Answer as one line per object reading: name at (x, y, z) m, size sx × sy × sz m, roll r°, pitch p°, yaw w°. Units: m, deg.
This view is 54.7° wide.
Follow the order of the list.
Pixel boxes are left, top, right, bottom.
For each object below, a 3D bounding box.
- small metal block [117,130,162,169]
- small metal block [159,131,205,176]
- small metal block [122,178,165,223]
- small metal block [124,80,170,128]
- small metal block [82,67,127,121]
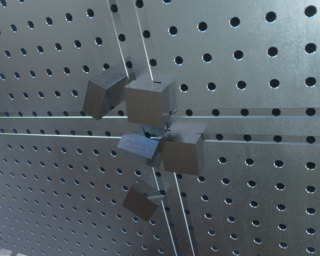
small metal block at (-0.025, 0.031, 0.426) m, size 0.050 × 0.025 × 0.050 m, roll 18°, pitch 162°, yaw 17°
small metal block at (0.030, 0.034, 0.415) m, size 0.050 × 0.025 × 0.050 m, roll 4°, pitch 121°, yaw 25°
small metal block at (-0.027, 0.116, 0.496) m, size 0.050 × 0.025 × 0.050 m, roll 32°, pitch 128°, yaw 6°
small metal block at (-0.016, -0.031, 0.399) m, size 0.050 × 0.025 × 0.050 m, roll 11°, pitch 123°, yaw 22°
small metal block at (-0.072, -0.045, 0.403) m, size 0.025 × 0.050 × 0.050 m, roll 30°, pitch 128°, yaw 8°
